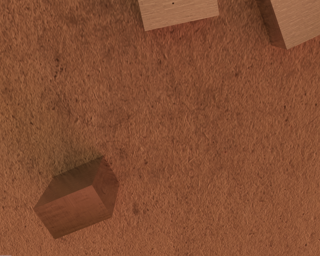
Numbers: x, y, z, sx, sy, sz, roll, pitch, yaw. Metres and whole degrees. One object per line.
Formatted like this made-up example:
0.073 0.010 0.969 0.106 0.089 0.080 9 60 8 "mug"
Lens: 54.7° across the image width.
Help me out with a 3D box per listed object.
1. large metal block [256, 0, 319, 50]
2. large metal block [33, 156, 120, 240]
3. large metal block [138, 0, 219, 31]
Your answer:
0.158 -0.144 0.345 0.080 0.050 0.080 -24 109 8 "large metal block"
-0.106 0.089 0.412 0.080 0.080 0.050 -23 109 8 "large metal block"
0.015 -0.156 0.339 0.080 0.050 0.079 -11 110 4 "large metal block"
